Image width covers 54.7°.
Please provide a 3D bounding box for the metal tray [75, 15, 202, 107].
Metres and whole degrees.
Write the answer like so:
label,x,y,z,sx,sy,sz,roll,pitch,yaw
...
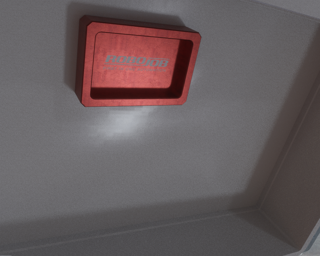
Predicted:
label,x,y,z,sx,sy,sz,roll,pitch,yaw
metal tray,-0.024,-0.071,0.349,0.131,0.030,0.089,-3,120,-27
